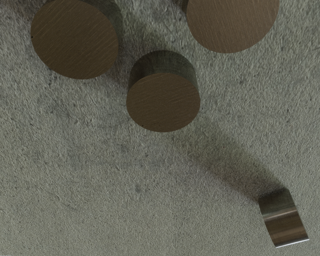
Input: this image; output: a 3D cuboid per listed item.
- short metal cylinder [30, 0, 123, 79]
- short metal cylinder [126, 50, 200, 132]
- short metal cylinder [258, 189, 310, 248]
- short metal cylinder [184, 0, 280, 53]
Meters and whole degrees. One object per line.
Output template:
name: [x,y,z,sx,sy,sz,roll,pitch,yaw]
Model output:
short metal cylinder: [-0.079,-0.096,0.308,0.081,0.050,0.079,0,130,0]
short metal cylinder: [0.004,-0.041,0.355,0.081,0.050,0.079,0,130,0]
short metal cylinder: [0.197,0.144,0.496,0.050,0.080,0.080,-23,127,18]
short metal cylinder: [0.064,-0.118,0.291,0.081,0.050,0.079,0,130,0]
